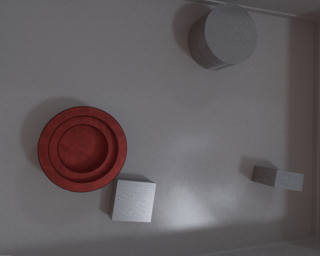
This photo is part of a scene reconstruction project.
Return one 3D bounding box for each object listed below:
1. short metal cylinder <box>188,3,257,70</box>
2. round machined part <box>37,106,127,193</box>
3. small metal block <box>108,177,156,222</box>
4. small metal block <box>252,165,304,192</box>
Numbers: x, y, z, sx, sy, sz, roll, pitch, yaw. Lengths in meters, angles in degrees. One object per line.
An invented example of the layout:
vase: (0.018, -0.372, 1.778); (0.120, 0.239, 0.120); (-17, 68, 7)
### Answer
short metal cylinder: (0.086, -0.124, 0.430); (0.081, 0.050, 0.079); (0, 90, -21)
round machined part: (-0.092, 0.024, 0.368); (0.099, 0.042, 0.097); (0, 90, -21)
small metal block: (-0.036, 0.092, 0.398); (0.050, 0.025, 0.050); (9, 87, -20)
small metal block: (0.176, 0.075, 0.464); (0.050, 0.050, 0.025); (12, 86, -20)
